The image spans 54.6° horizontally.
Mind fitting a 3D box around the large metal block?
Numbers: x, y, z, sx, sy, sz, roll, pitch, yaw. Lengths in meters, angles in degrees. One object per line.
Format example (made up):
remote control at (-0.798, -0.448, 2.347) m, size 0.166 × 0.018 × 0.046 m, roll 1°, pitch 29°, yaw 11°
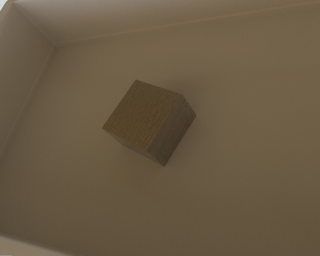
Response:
large metal block at (-0.013, -0.008, 0.403) m, size 0.080 × 0.050 × 0.080 m, roll 23°, pitch 74°, yaw 36°
